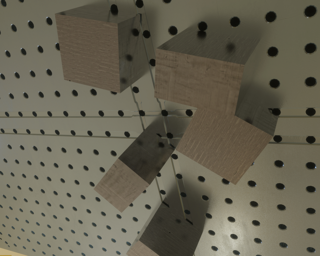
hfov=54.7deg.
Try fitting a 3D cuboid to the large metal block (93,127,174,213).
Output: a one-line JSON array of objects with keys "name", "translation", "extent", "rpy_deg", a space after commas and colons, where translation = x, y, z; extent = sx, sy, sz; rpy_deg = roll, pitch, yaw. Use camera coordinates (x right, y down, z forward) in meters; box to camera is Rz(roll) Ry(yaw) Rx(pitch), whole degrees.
[{"name": "large metal block", "translation": [-0.035, 0.057, 0.428], "extent": [0.050, 0.080, 0.080], "rpy_deg": [40, 129, 0]}]

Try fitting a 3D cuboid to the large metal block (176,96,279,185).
[{"name": "large metal block", "translation": [0.076, 0.005, 0.358], "extent": [0.080, 0.050, 0.079], "rpy_deg": [30, 128, 8]}]

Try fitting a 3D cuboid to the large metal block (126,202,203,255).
[{"name": "large metal block", "translation": [0.008, 0.179, 0.480], "extent": [0.080, 0.080, 0.050], "rpy_deg": [36, 129, 4]}]

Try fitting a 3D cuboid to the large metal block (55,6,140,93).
[{"name": "large metal block", "translation": [-0.071, -0.096, 0.372], "extent": [0.080, 0.050, 0.079], "rpy_deg": [15, 125, 19]}]

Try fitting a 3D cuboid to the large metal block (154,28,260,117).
[{"name": "large metal block", "translation": [0.049, -0.060, 0.312], "extent": [0.080, 0.080, 0.050], "rpy_deg": [16, 125, 19]}]
